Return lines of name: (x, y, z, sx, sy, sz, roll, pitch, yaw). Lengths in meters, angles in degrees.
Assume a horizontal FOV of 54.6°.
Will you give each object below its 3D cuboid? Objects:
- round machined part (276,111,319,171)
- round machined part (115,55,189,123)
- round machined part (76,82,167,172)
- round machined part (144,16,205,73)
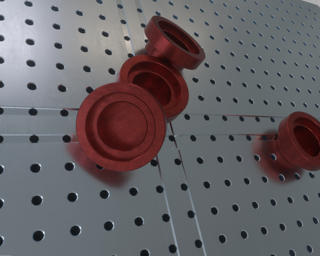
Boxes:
round machined part: (0.232, 0.025, 0.506, 0.099, 0.042, 0.098, 13, 56, -21)
round machined part: (-0.014, -0.047, 0.418, 0.099, 0.042, 0.098, 13, 57, -21)
round machined part: (-0.041, -0.003, 0.354, 0.098, 0.098, 0.042, 40, 9, -1)
round machined part: (0.017, -0.120, 0.466, 0.098, 0.042, 0.098, 29, 32, -20)
